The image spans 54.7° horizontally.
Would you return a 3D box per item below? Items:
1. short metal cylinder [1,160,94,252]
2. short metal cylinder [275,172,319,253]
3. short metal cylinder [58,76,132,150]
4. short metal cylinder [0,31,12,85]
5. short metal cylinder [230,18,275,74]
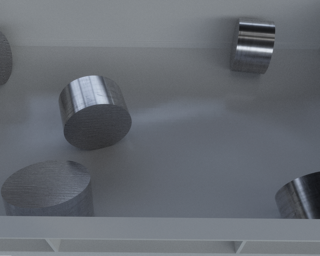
[{"bbox_3d":[-0.108,0.073,0.306,0.081,0.050,0.080,1,24,0],"label":"short metal cylinder"},{"bbox_3d":[0.161,0.083,0.301,0.081,0.080,0.050,-3,50,-3],"label":"short metal cylinder"},{"bbox_3d":[-0.081,-0.018,0.383,0.081,0.080,0.050,-14,52,-12],"label":"short metal cylinder"},{"bbox_3d":[-0.261,-0.103,0.453,0.050,0.080,0.080,2,50,1],"label":"short metal cylinder"},{"bbox_3d":[0.140,-0.125,0.477,0.050,0.080,0.080,7,50,5],"label":"short metal cylinder"}]
